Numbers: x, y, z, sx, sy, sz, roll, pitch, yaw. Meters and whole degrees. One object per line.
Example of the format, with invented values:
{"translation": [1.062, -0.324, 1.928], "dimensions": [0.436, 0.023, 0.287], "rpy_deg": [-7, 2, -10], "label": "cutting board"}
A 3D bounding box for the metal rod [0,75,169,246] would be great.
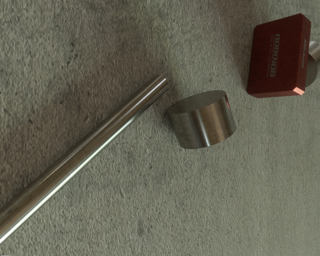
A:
{"translation": [-0.089, 0.033, 0.329], "dimensions": [0.301, 0.025, 0.025], "rpy_deg": [-45, 117, -30], "label": "metal rod"}

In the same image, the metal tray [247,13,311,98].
{"translation": [0.202, -0.120, 0.530], "dimensions": [0.030, 0.090, 0.129], "rpy_deg": [15, 81, -39], "label": "metal tray"}

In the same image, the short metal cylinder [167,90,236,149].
{"translation": [0.056, -0.013, 0.416], "dimensions": [0.081, 0.080, 0.050], "rpy_deg": [-32, 110, -35], "label": "short metal cylinder"}

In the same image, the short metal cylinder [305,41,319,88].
{"translation": [0.271, -0.122, 0.595], "dimensions": [0.050, 0.080, 0.080], "rpy_deg": [-35, 112, -35], "label": "short metal cylinder"}
